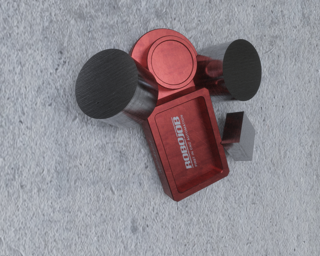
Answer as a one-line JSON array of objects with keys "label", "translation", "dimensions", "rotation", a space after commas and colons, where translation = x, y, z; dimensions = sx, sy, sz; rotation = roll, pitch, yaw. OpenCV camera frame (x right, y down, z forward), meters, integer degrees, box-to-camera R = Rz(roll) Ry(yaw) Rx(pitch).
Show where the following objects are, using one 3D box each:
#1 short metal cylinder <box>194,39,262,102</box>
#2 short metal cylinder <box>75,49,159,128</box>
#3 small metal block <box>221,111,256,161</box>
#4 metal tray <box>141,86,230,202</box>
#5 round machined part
[{"label": "short metal cylinder", "translation": [0.092, -0.075, 0.420], "dimensions": [0.081, 0.050, 0.079], "rotation": [-2, 93, -38]}, {"label": "short metal cylinder", "translation": [-0.049, -0.043, 0.356], "dimensions": [0.050, 0.080, 0.080], "rotation": [26, 78, -63]}, {"label": "small metal block", "translation": [0.111, 0.012, 0.433], "dimensions": [0.050, 0.025, 0.050], "rotation": [47, 49, -41]}, {"label": "metal tray", "translation": [0.034, 0.020, 0.408], "dimensions": [0.091, 0.030, 0.129], "rotation": [-23, 107, -19]}, {"label": "round machined part", "translation": [0.009, -0.082, 0.405], "dimensions": [0.099, 0.042, 0.097], "rotation": [0, 90, -20]}]
